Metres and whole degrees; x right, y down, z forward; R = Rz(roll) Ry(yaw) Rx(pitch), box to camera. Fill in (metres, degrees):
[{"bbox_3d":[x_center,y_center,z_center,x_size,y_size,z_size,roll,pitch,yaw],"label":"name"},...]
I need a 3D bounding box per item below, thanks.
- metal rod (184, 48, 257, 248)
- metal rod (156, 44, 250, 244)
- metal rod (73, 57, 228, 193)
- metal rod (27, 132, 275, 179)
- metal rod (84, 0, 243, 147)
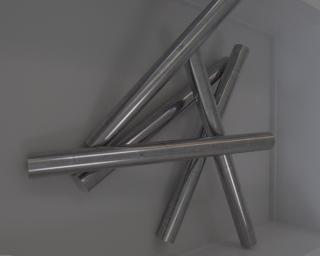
[{"bbox_3d":[0.085,0.038,0.426,0.025,0.025,0.298,-32,111,-35],"label":"metal rod"},{"bbox_3d":[0.065,0.014,0.442,0.025,0.025,0.299,32,76,-36],"label":"metal rod"},{"bbox_3d":[0.011,-0.021,0.415,0.302,0.025,0.025,-40,115,-33],"label":"metal rod"},{"bbox_3d":[0.010,0.027,0.360,0.303,0.025,0.025,-4,93,-24],"label":"metal rod"},{"bbox_3d":[0.027,-0.089,0.344,0.300,0.025,0.025,-47,122,1],"label":"metal rod"}]
